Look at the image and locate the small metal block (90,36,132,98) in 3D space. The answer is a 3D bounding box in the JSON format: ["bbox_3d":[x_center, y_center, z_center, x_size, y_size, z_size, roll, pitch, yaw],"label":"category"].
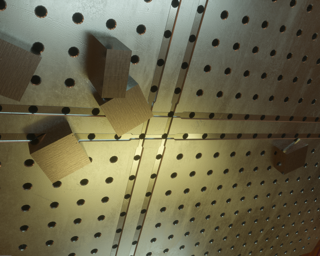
[{"bbox_3d":[-0.053,-0.064,0.326,0.025,0.050,0.050,-3,120,-27],"label":"small metal block"}]

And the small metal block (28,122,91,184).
[{"bbox_3d":[-0.117,0.030,0.365,0.050,0.025,0.050,-28,128,-10],"label":"small metal block"}]

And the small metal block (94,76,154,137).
[{"bbox_3d":[-0.042,-0.025,0.372,0.050,0.025,0.050,-31,129,-8],"label":"small metal block"}]

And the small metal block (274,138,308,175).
[{"bbox_3d":[0.243,0.053,0.575,0.050,0.025,0.050,-20,126,-17],"label":"small metal block"}]

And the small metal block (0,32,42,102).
[{"bbox_3d":[-0.148,-0.060,0.293,0.050,0.025,0.050,23,106,-36],"label":"small metal block"}]
